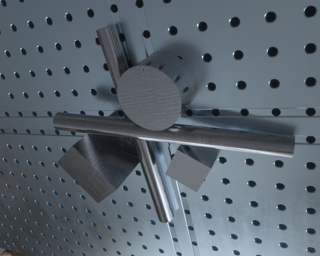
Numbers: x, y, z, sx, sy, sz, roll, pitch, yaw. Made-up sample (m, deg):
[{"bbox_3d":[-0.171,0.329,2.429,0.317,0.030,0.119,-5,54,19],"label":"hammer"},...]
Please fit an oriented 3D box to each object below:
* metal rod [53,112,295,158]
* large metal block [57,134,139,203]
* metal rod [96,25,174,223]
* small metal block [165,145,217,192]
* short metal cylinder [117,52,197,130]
[{"bbox_3d":[0.005,0.006,0.387,0.301,0.025,0.025,6,121,16],"label":"metal rod"},{"bbox_3d":[-0.082,0.045,0.443,0.080,0.080,0.050,46,129,-5],"label":"large metal block"},{"bbox_3d":[-0.027,0.011,0.431,0.025,0.025,0.298,-2,118,29],"label":"metal rod"},{"bbox_3d":[0.041,0.052,0.421,0.050,0.025,0.050,29,128,9],"label":"small metal block"},{"bbox_3d":[-0.003,-0.044,0.368,0.080,0.050,0.079,13,124,20],"label":"short metal cylinder"}]
